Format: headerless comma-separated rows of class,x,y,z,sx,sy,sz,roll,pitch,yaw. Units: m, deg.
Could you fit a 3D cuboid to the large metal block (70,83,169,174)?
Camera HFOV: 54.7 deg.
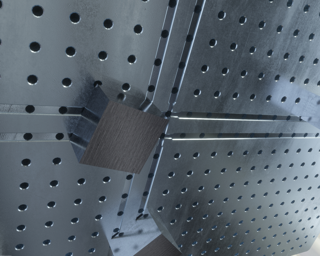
large metal block,-0.049,0.003,0.371,0.081,0.050,0.080,17,109,-35

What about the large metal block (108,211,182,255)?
large metal block,-0.023,0.196,0.506,0.080,0.050,0.080,-37,130,-4

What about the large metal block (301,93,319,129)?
large metal block,0.312,-0.020,0.538,0.081,0.080,0.050,1,118,-29
